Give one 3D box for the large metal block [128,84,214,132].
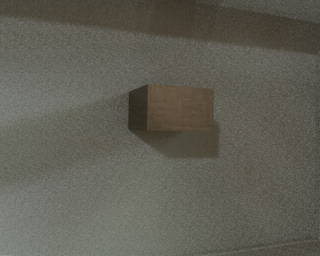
[{"bbox_3d":[0.011,-0.022,0.382,0.081,0.080,0.050,1,90,-20],"label":"large metal block"}]
